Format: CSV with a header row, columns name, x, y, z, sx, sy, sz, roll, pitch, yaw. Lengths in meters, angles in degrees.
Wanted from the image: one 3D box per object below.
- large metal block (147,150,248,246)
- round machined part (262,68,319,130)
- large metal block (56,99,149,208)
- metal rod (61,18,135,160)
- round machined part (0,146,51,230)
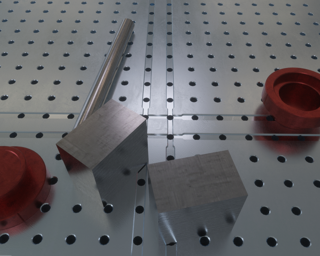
name,x,y,z,sx,sy,sz,roll,pitch,yaw
large metal block,0.033,0.072,0.312,0.081,0.080,0.050,-9,51,-8
round machined part,0.190,-0.036,0.428,0.099,0.042,0.098,0,50,0
large metal block,-0.059,0.028,0.348,0.050,0.080,0.080,30,56,23
metal rod,-0.083,-0.075,0.470,0.025,0.025,0.300,7,50,6
round machined part,-0.178,0.059,0.346,0.099,0.042,0.098,0,50,0
